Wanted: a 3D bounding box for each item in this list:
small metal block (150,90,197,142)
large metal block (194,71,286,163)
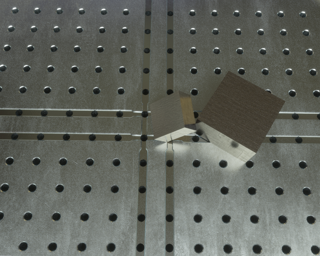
[{"bbox_3d":[0.016,-0.014,0.403,0.050,0.025,0.050,-23,65,36],"label":"small metal block"},{"bbox_3d":[0.101,-0.014,0.404,0.080,0.050,0.080,31,73,10],"label":"large metal block"}]
